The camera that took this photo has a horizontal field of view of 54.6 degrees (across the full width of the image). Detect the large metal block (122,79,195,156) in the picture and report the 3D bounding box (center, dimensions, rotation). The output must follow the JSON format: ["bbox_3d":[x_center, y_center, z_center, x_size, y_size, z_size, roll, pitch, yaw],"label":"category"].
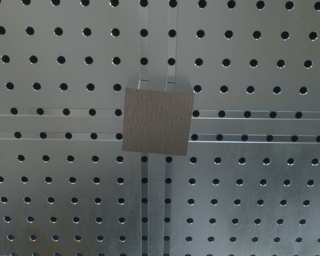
[{"bbox_3d":[-0.003,-0.014,0.395,0.080,0.050,0.079,5,110,-2],"label":"large metal block"}]
